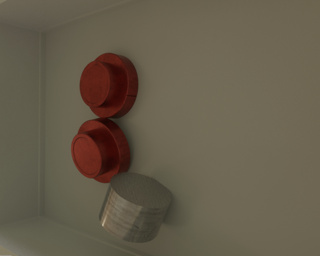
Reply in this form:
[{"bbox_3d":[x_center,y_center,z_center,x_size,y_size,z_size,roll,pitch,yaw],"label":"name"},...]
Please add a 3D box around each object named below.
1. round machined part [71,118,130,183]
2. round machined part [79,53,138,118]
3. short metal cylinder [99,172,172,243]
[{"bbox_3d":[-0.094,0.036,0.458,0.098,0.042,0.097,12,110,37],"label":"round machined part"},{"bbox_3d":[-0.082,-0.063,0.461,0.098,0.042,0.097,0,90,39],"label":"round machined part"},{"bbox_3d":[-0.031,0.099,0.395,0.080,0.081,0.050,31,110,35],"label":"short metal cylinder"}]
